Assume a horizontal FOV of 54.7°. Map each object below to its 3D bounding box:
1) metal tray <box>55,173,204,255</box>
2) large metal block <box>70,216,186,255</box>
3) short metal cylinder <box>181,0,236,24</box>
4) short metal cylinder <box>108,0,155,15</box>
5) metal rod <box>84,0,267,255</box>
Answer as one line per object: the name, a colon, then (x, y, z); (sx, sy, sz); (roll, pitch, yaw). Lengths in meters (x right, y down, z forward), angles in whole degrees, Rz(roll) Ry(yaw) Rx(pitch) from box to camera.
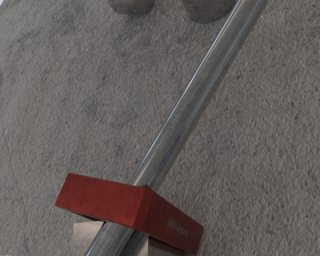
metal tray: (-0.022, 0.085, 0.296); (0.090, 0.130, 0.030); (5, 64, 30)
large metal block: (-0.028, 0.122, 0.297); (0.080, 0.080, 0.050); (-13, 58, 23)
short metal cylinder: (0.072, -0.209, 0.479); (0.080, 0.050, 0.080); (-13, 56, 21)
short metal cylinder: (-0.050, -0.244, 0.545); (0.050, 0.080, 0.080); (7, 65, 31)
metal rod: (0.010, 0.008, 0.266); (0.025, 0.025, 0.300); (26, 81, 37)
